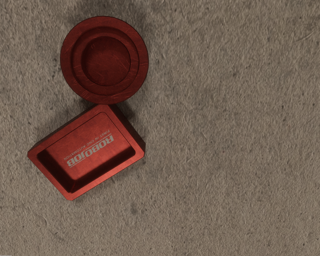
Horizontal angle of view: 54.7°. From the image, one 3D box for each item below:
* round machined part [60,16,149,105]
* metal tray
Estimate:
[{"bbox_3d":[-0.063,-0.078,0.366,0.099,0.042,0.097,-1,101,-3],"label":"round machined part"},{"bbox_3d":[-0.096,0.030,0.416,0.130,0.030,0.090,-32,107,10],"label":"metal tray"}]
